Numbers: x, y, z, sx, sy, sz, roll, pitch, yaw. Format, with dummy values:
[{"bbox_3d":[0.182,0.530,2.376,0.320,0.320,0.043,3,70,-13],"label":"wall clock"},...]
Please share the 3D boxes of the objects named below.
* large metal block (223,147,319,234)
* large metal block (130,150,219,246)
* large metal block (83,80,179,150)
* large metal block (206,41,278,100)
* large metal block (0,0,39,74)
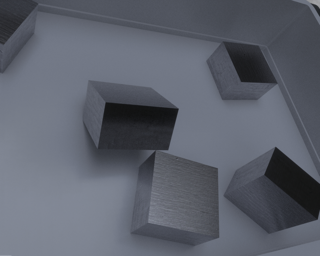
[{"bbox_3d":[0.144,0.082,0.398,0.080,0.080,0.050,40,51,-1],"label":"large metal block"},{"bbox_3d":[0.018,0.081,0.350,0.081,0.050,0.080,18,55,-18],"label":"large metal block"},{"bbox_3d":[-0.037,-0.015,0.354,0.081,0.050,0.080,3,22,-27],"label":"large metal block"},{"bbox_3d":[0.136,-0.094,0.520,0.081,0.050,0.080,-3,63,-30],"label":"large metal block"},{"bbox_3d":[-0.200,-0.122,0.357,0.080,0.050,0.080,25,53,-13],"label":"large metal block"}]
